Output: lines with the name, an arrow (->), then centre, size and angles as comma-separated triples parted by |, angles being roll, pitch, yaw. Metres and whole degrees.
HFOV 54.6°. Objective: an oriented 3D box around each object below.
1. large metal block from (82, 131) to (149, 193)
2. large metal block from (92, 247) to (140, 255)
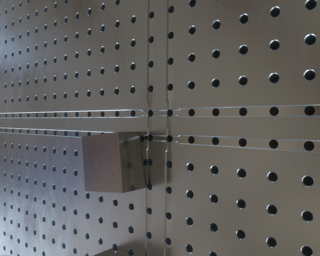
large metal block -> -0.066, 0.048, 0.449 | 0.080, 0.050, 0.080 | -7, 85, 40
large metal block -> -0.057, 0.226, 0.441 | 0.080, 0.050, 0.080 | -2, 89, 40
